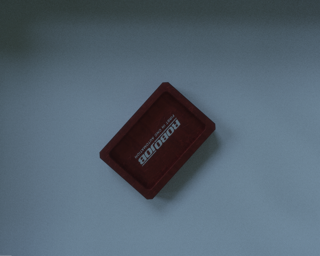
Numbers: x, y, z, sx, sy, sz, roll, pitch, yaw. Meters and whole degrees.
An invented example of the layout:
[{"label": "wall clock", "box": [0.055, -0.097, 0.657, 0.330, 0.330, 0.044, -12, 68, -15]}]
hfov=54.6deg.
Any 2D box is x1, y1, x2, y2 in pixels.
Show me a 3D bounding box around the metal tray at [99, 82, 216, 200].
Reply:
[{"label": "metal tray", "box": [-0.003, 0.016, 0.408, 0.090, 0.030, 0.130, 42, 90, 0]}]
